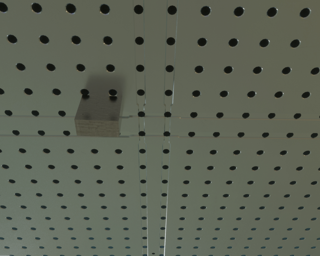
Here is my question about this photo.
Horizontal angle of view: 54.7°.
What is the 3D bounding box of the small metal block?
[{"bbox_3d":[-0.073,-0.015,0.381,0.050,0.050,0.025,2,130,-2],"label":"small metal block"}]
